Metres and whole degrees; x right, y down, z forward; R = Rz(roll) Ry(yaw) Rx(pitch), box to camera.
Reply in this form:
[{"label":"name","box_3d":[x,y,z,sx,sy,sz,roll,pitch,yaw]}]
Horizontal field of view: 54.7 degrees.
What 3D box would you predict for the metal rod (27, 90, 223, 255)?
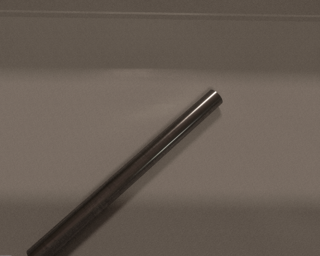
[{"label":"metal rod","box_3d":[-0.033,0.053,0.389,0.301,0.025,0.025,-41,75,-14]}]
